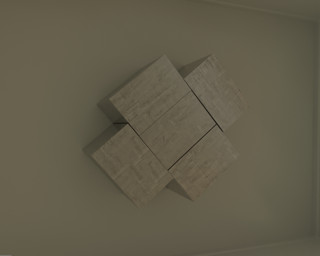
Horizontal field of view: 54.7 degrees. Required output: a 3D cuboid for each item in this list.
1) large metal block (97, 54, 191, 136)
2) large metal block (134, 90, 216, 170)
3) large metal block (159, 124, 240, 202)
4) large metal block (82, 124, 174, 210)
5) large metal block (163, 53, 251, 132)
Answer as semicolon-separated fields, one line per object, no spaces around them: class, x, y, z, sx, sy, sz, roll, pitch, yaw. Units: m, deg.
large metal block;-0.022;-0.037;0.372;0.080;0.080;0.050;-42;104;-15
large metal block;0.008;0.002;0.385;0.080;0.080;0.050;-42;104;-15
large metal block;0.039;0.040;0.396;0.080;0.080;0.050;-42;104;-15
large metal block;-0.041;0.041;0.366;0.050;0.080;0.080;-43;104;-15
large metal block;0.055;-0.042;0.402;0.050;0.080;0.080;-43;104;-15
